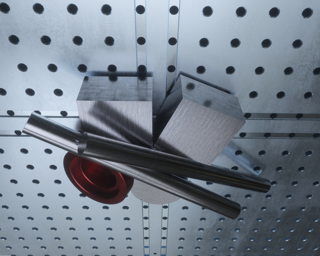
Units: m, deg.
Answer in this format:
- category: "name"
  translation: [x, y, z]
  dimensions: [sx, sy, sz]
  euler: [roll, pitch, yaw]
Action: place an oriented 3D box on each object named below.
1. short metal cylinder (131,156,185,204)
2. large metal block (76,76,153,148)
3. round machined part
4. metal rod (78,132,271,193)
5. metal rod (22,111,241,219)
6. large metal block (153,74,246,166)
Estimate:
- category: "short metal cylinder"
  translation: [-0.001, 0.065, 0.445]
  dimensions: [0.081, 0.050, 0.079]
  euler: [0, 130, 0]
- category: "large metal block"
  translation: [-0.049, -0.015, 0.373]
  dimensions: [0.081, 0.050, 0.079]
  euler: [1, 130, -1]
- category: "round machined part"
  translation: [-0.079, 0.056, 0.428]
  dimensions: [0.098, 0.042, 0.097]
  euler: [14, 129, 18]
- category: "metal rod"
  translation: [0.041, 0.053, 0.403]
  dimensions: [0.302, 0.025, 0.025]
  euler: [17, 130, -33]
- category: "metal rod"
  translation: [-0.017, 0.056, 0.387]
  dimensions: [0.301, 0.025, 0.025]
  euler: [27, 125, -23]
- category: "large metal block"
  translation: [0.044, -0.008, 0.383]
  dimensions: [0.080, 0.050, 0.079]
  euler: [19, 128, -16]
